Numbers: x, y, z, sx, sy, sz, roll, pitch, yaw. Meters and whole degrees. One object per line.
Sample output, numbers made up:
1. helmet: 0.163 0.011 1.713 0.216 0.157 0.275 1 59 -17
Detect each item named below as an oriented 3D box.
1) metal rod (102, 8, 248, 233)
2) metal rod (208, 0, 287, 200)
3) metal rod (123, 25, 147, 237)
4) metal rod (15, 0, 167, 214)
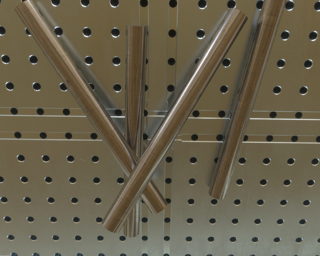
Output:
1. metal rod: 0.016 -0.006 0.374 0.025 0.025 0.299 30 93 -11
2. metal rod: 0.111 -0.041 0.398 0.025 0.025 0.298 10 110 -4
3. metal rod: -0.036 0.018 0.419 0.025 0.025 0.298 3 110 -1
4. metal rod: -0.079 -0.018 0.387 0.025 0.025 0.299 -30 101 10
